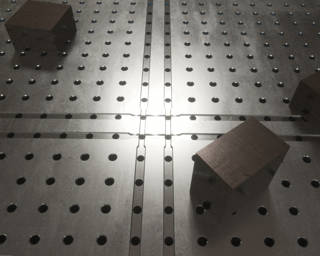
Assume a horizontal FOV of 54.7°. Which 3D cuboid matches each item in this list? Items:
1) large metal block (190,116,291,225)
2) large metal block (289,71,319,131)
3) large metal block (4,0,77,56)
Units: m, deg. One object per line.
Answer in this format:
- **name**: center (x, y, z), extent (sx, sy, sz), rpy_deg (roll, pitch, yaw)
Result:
- **large metal block**: center (0.082, 0.046, 0.334), extent (0.081, 0.080, 0.050), rpy_deg (-30, 56, -23)
- **large metal block**: center (0.244, -0.038, 0.427), extent (0.081, 0.050, 0.080), rpy_deg (-25, 55, -20)
- **large metal block**: center (-0.202, -0.174, 0.535), extent (0.080, 0.050, 0.080), rpy_deg (10, 51, 7)
